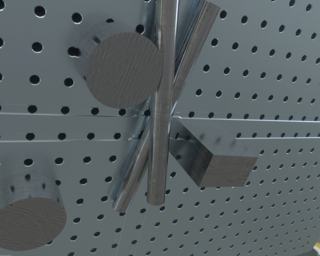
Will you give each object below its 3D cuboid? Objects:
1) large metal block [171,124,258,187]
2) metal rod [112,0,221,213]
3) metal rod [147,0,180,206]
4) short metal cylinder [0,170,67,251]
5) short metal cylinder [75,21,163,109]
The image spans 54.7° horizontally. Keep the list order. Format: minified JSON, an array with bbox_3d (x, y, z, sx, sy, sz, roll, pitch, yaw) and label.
[{"bbox_3d":[0.075,0.039,0.441,0.081,0.080,0.050,6,116,-31],"label":"large metal block"},{"bbox_3d":[0.000,-0.014,0.402,0.025,0.025,0.298,11,113,-33],"label":"metal rod"},{"bbox_3d":[0.003,-0.040,0.363,0.025,0.025,0.298,-7,114,-25],"label":"metal rod"},{"bbox_3d":[-0.158,0.098,0.370,0.081,0.050,0.079,-14,124,-21],"label":"short metal cylinder"},{"bbox_3d":[-0.044,-0.067,0.329,0.081,0.050,0.079,-14,124,-21],"label":"short metal cylinder"}]
